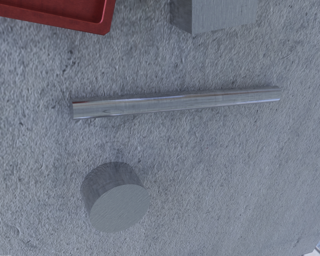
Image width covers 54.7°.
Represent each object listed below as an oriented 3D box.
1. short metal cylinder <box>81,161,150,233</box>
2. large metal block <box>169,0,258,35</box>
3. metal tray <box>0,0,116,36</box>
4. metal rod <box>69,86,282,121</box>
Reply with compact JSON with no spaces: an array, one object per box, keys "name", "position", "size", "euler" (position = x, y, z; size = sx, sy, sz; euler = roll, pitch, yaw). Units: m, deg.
[{"name":"short metal cylinder","position":[-0.060,0.092,0.415],"size":[0.081,0.050,0.079],"euler":[-14,124,-21]},{"name":"large metal block","position":[0.056,-0.152,0.328],"size":[0.081,0.050,0.079],"euler":[-17,125,-19]},{"name":"metal tray","position":[-0.101,-0.137,0.263],"size":[0.131,0.030,0.089],"euler":[2,118,-30]},{"name":"metal rod","position":[0.038,-0.036,0.405],"size":[0.303,0.025,0.025],"euler":[-7,122,-25]}]
